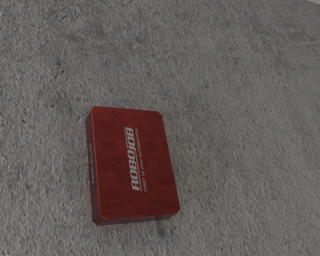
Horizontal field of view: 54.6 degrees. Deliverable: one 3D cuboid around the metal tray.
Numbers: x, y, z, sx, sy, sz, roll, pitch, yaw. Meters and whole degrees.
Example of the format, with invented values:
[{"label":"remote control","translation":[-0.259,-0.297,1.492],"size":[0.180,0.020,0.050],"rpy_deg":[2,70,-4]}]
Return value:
[{"label":"metal tray","translation":[-0.034,0.040,0.357],"size":[0.091,0.030,0.130],"rpy_deg":[3,60,-26]}]
